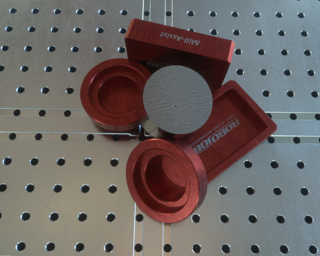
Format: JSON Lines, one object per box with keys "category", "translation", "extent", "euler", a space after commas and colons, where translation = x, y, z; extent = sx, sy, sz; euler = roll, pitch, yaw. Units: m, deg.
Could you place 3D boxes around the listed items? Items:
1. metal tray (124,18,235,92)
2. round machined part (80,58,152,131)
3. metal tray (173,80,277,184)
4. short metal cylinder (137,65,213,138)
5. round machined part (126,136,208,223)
{"category": "metal tray", "translation": [0.024, -0.091, 0.410], "extent": [0.131, 0.090, 0.030], "euler": [14, 71, 5]}
{"category": "round machined part", "translation": [-0.053, -0.041, 0.417], "extent": [0.099, 0.042, 0.098], "euler": [0, 70, -1]}
{"category": "metal tray", "translation": [0.073, 0.007, 0.407], "extent": [0.131, 0.030, 0.090], "euler": [-35, 74, -12]}
{"category": "short metal cylinder", "translation": [0.016, -0.028, 0.369], "extent": [0.081, 0.050, 0.080], "euler": [2, 79, -12]}
{"category": "round machined part", "translation": [0.011, 0.057, 0.363], "extent": [0.098, 0.042, 0.097], "euler": [7, 103, 32]}
